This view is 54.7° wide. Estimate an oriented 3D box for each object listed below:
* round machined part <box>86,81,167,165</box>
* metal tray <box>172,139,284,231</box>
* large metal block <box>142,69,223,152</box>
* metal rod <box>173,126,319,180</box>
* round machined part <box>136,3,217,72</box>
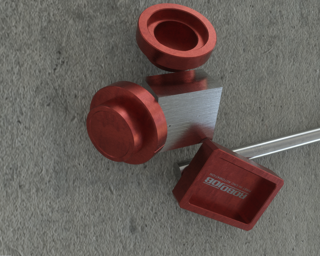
[{"bbox_3d":[-0.044,0.000,0.351,0.042,0.098,0.098,-37,104,-48],"label":"round machined part"},{"bbox_3d":[0.094,0.081,0.419,0.131,0.030,0.090,26,102,-25],"label":"metal tray"},{"bbox_3d":[0.024,-0.022,0.386,0.081,0.050,0.079,-12,129,-20],"label":"large metal block"},{"bbox_3d":[0.162,0.030,0.470,0.303,0.025,0.025,-12,94,-20],"label":"metal rod"},{"bbox_3d":[0.018,-0.109,0.392,0.099,0.042,0.098,7,56,-10],"label":"round machined part"}]
